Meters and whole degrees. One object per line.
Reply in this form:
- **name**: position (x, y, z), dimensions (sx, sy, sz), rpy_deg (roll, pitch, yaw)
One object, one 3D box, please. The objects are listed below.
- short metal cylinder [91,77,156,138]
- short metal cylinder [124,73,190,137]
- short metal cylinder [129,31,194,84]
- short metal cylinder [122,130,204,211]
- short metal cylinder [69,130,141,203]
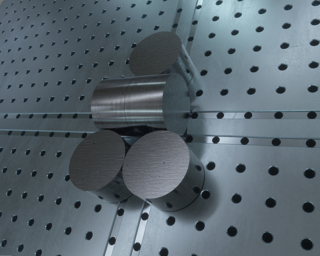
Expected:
- **short metal cylinder**: position (-0.045, -0.027, 0.412), dimensions (0.050, 0.080, 0.080), rpy_deg (0, 62, 28)
- **short metal cylinder**: position (-0.001, -0.027, 0.389), dimensions (0.050, 0.080, 0.080), rpy_deg (0, 62, 28)
- **short metal cylinder**: position (0.003, -0.091, 0.445), dimensions (0.080, 0.050, 0.080), rpy_deg (-13, 56, 20)
- **short metal cylinder**: position (0.004, 0.049, 0.356), dimensions (0.080, 0.050, 0.080), rpy_deg (-13, 56, 20)
- **short metal cylinder**: position (-0.067, 0.049, 0.394), dimensions (0.080, 0.050, 0.080), rpy_deg (-13, 56, 20)
